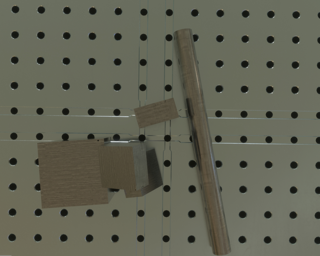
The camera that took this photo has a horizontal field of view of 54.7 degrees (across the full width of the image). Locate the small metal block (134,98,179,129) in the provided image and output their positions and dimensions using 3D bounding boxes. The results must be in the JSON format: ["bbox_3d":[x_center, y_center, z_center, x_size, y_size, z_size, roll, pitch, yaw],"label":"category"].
[{"bbox_3d":[-0.004,-0.018,0.401,0.050,0.050,0.025,-16,90,0],"label":"small metal block"}]

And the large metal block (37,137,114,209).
[{"bbox_3d":[-0.106,0.055,0.400,0.081,0.050,0.079,-4,90,-1],"label":"large metal block"}]

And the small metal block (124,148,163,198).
[{"bbox_3d":[-0.025,0.057,0.398,0.025,0.050,0.050,-13,90,32],"label":"small metal block"}]

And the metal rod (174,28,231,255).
[{"bbox_3d":[0.057,0.018,0.414,0.025,0.025,0.298,-10,90,0],"label":"metal rod"}]

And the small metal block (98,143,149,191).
[{"bbox_3d":[-0.043,0.044,0.363,0.050,0.025,0.050,-2,96,31],"label":"small metal block"}]
